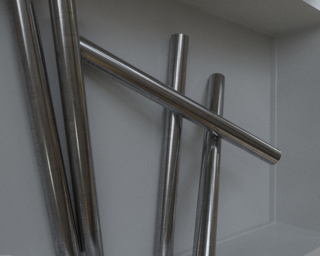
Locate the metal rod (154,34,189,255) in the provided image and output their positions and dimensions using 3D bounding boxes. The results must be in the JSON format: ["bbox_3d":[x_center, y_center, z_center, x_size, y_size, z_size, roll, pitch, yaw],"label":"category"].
[{"bbox_3d":[0.016,0.022,0.419,0.025,0.025,0.298,7,85,-40],"label":"metal rod"}]

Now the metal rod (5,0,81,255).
[{"bbox_3d":[-0.117,-0.010,0.308,0.025,0.025,0.298,-14,99,-39],"label":"metal rod"}]

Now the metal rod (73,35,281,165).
[{"bbox_3d":[0.034,-0.024,0.383,0.301,0.025,0.025,27,72,-20],"label":"metal rod"}]

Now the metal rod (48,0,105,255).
[{"bbox_3d":[-0.084,0.020,0.323,0.025,0.025,0.298,-12,101,-39],"label":"metal rod"}]

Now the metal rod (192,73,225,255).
[{"bbox_3d":[0.066,0.047,0.401,0.025,0.025,0.300,37,49,-34],"label":"metal rod"}]
